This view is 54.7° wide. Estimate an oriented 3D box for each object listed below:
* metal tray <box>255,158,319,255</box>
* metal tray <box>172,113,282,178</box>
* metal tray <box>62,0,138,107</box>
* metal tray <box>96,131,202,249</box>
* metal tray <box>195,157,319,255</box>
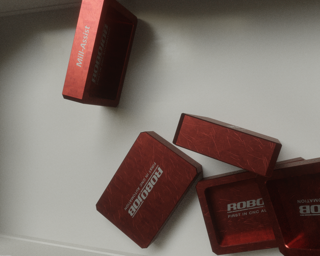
[{"bbox_3d":[0.161,0.072,0.283,0.130,0.030,0.090,-24,81,51],"label":"metal tray"},{"bbox_3d":[0.076,0.014,0.327,0.090,0.130,0.030,19,96,19],"label":"metal tray"},{"bbox_3d":[-0.074,-0.095,0.400,0.030,0.090,0.129,15,95,19],"label":"metal tray"},{"bbox_3d":[-0.016,0.080,0.413,0.090,0.030,0.129,35,101,16],"label":"metal tray"},{"bbox_3d":[0.117,0.093,0.366,0.130,0.030,0.090,-16,85,19],"label":"metal tray"}]
